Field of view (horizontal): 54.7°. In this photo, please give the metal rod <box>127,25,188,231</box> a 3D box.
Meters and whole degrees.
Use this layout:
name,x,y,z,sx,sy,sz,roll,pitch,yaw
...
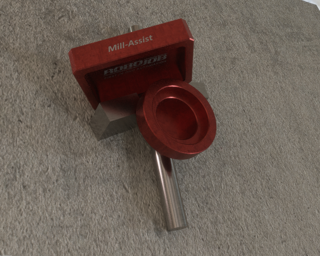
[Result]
name,x,y,z,sx,sy,sz,roll,pitch,yaw
metal rod,-0.009,-0.018,0.413,0.025,0.025,0.299,2,61,-28

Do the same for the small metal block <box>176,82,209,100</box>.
name,x,y,z,sx,sy,sz,roll,pitch,yaw
small metal block,0.031,-0.040,0.432,0.050,0.050,0.025,-2,63,-29

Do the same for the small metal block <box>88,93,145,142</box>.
name,x,y,z,sx,sy,sz,roll,pitch,yaw
small metal block,-0.051,-0.013,0.370,0.050,0.050,0.025,-21,73,-36

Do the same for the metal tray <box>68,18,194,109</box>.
name,x,y,z,sx,sy,sz,roll,pitch,yaw
metal tray,-0.028,-0.070,0.363,0.131,0.090,0.030,-17,67,-4

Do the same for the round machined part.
name,x,y,z,sx,sy,sz,roll,pitch,yaw
round machined part,0.016,-0.007,0.373,0.099,0.042,0.098,14,59,-24
